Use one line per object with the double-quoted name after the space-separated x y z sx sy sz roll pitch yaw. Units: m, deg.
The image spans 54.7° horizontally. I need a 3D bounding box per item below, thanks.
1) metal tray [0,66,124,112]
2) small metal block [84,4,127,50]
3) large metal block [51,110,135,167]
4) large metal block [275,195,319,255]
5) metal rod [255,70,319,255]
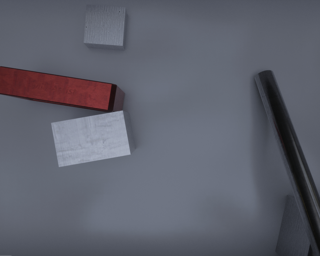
-0.114 -0.043 0.377 0.131 0.090 0.030 9 90 -1 "metal tray"
-0.071 -0.132 0.410 0.050 0.025 0.050 4 90 -1 "small metal block"
-0.077 0.012 0.383 0.080 0.080 0.050 -10 90 0 "large metal block"
0.192 0.136 0.387 0.050 0.080 0.080 12 90 0 "large metal block"
0.162 0.063 0.351 0.025 0.025 0.299 -9 65 0 "metal rod"
